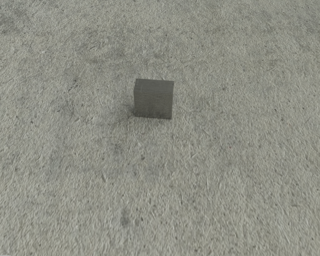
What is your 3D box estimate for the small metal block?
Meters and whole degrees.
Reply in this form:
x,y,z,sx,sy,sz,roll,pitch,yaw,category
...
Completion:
x,y,z,sx,sy,sz,roll,pitch,yaw,category
-0.008,-0.039,0.420,0.050,0.050,0.025,4,50,3,small metal block
